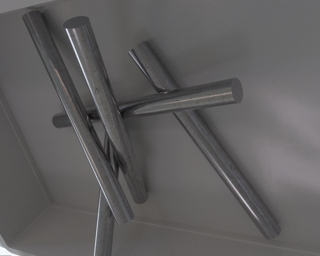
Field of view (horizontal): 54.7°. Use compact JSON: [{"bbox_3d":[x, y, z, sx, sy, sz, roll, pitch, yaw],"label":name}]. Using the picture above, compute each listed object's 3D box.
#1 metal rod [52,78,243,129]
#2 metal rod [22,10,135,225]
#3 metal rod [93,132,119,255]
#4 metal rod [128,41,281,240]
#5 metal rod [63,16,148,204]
[{"bbox_3d":[-0.042,-0.024,0.391,0.300,0.025,0.025,-6,116,39],"label":"metal rod"},{"bbox_3d":[-0.107,-0.012,0.412,0.025,0.025,0.299,-23,92,36],"label":"metal rod"},{"bbox_3d":[-0.078,0.144,0.436,0.025,0.025,0.298,3,87,26],"label":"metal rod"},{"bbox_3d":[0.061,0.022,0.389,0.025,0.025,0.300,-30,102,38],"label":"metal rod"},{"bbox_3d":[-0.054,0.006,0.391,0.025,0.025,0.299,11,139,22],"label":"metal rod"}]
